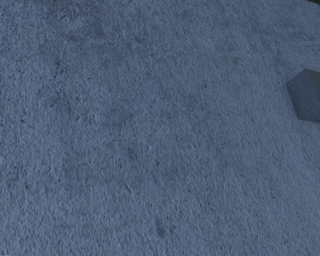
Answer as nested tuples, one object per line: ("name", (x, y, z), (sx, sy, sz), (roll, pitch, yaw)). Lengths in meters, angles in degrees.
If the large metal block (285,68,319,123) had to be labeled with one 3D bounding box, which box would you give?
("large metal block", (0.295, -0.058, 0.581), (0.081, 0.050, 0.080), (7, 59, -25))
